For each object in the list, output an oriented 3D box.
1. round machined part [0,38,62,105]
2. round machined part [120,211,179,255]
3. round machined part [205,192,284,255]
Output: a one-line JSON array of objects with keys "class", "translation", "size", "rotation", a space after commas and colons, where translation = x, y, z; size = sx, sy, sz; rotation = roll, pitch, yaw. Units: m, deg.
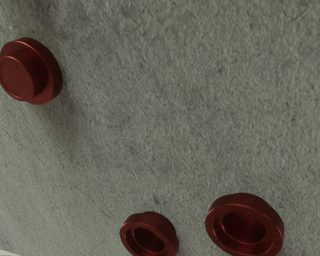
[{"class": "round machined part", "translation": [-0.195, -0.077, 0.448], "size": [0.098, 0.042, 0.097], "rotation": [13, 124, 20]}, {"class": "round machined part", "translation": [-0.014, 0.177, 0.511], "size": [0.098, 0.042, 0.097], "rotation": [13, 124, 20]}, {"class": "round machined part", "translation": [0.114, 0.126, 0.413], "size": [0.098, 0.042, 0.097], "rotation": [13, 124, 20]}]
